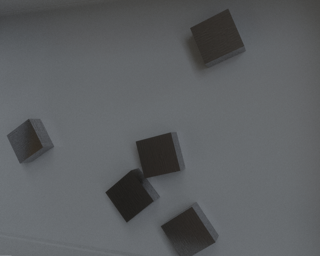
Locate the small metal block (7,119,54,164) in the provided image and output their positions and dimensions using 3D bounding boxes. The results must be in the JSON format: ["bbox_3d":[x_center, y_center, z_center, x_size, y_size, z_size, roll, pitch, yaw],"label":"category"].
[{"bbox_3d":[-0.201,0.020,0.479,0.050,0.025,0.050,-33,80,16],"label":"small metal block"}]

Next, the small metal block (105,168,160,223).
[{"bbox_3d":[-0.037,0.091,0.423,0.050,0.025,0.050,-41,77,15],"label":"small metal block"}]

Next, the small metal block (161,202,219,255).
[{"bbox_3d":[0.038,0.132,0.396,0.050,0.025,0.050,-37,79,16],"label":"small metal block"}]

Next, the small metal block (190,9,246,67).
[{"bbox_3d":[0.072,-0.110,0.385,0.050,0.025,0.050,-23,83,18],"label":"small metal block"}]

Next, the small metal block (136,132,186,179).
[{"bbox_3d":[0.001,0.036,0.409,0.050,0.025,0.050,-15,85,19],"label":"small metal block"}]
